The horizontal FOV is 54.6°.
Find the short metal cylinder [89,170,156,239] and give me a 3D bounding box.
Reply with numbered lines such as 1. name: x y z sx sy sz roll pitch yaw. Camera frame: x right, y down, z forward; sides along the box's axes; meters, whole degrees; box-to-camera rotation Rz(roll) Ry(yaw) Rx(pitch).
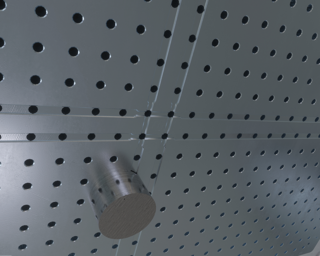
1. short metal cylinder: -0.052 0.106 0.431 0.081 0.050 0.080 -14 124 -21
